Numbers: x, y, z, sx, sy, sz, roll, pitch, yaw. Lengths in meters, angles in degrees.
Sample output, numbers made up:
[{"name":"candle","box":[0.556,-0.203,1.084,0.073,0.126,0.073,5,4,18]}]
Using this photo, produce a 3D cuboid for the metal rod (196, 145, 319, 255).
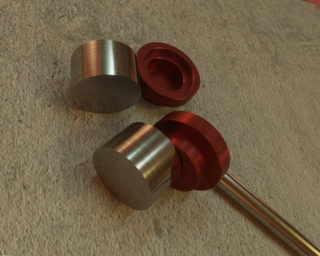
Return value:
[{"name":"metal rod","box":[0.134,0.110,0.410,0.300,0.025,0.025,40,51,-2]}]

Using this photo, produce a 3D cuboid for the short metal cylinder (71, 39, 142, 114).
[{"name":"short metal cylinder","box":[-0.065,-0.059,0.371,0.081,0.080,0.050,5,60,-26]}]

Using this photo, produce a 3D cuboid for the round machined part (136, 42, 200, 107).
[{"name":"round machined part","box":[0.004,-0.070,0.440,0.099,0.042,0.098,14,56,-21]}]

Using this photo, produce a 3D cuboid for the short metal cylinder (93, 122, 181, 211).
[{"name":"short metal cylinder","box":[-0.025,0.040,0.332,0.080,0.080,0.050,47,51,4]}]

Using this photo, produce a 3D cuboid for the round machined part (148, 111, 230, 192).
[{"name":"round machined part","box":[0.025,0.033,0.352,0.098,0.097,0.042,47,51,4]}]
